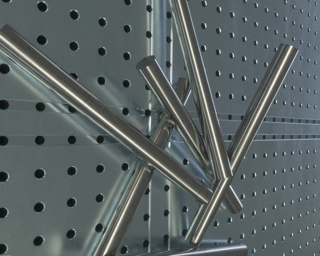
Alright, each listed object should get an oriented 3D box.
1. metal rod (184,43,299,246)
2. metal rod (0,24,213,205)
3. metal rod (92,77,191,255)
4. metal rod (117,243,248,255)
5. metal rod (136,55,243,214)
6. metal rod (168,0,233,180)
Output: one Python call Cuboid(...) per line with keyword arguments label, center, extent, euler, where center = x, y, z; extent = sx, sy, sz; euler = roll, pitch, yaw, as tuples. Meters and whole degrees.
Cuboid(label="metal rod", center=(0.108, 0.029, 0.428), extent=(0.025, 0.025, 0.299), euler=(18, 100, -39))
Cuboid(label="metal rod", center=(-0.044, 0.002, 0.347), extent=(0.301, 0.025, 0.025), euler=(40, 65, -25))
Cuboid(label="metal rod", center=(-0.024, 0.064, 0.387), extent=(0.025, 0.025, 0.300), euler=(39, 66, -33))
Cuboid(label="metal rod", center=(0.034, 0.176, 0.417), extent=(0.302, 0.025, 0.025), euler=(17, 80, -44))
Cuboid(label="metal rod", center=(0.054, 0.029, 0.428), extent=(0.025, 0.025, 0.300), euler=(-54, 129, -26))
Cuboid(label="metal rod", center=(0.047, -0.080, 0.412), extent=(0.025, 0.025, 0.299), euler=(-13, 88, -39))
